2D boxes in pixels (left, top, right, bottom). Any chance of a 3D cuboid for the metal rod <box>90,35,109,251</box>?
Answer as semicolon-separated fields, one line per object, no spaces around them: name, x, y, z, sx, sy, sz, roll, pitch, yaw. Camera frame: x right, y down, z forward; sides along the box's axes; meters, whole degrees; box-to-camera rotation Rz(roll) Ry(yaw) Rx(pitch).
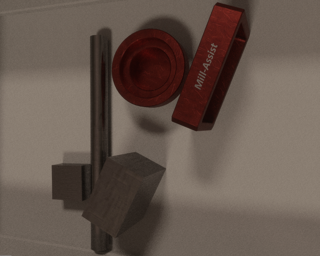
metal rod;-0.086;0.020;0.439;0.025;0.025;0.298;0;90;19

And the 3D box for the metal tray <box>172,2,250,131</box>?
metal tray;0.061;-0.062;0.353;0.030;0.090;0.129;23;98;18

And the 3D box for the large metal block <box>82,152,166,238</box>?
large metal block;-0.043;0.080;0.395;0.050;0.080;0.080;27;99;17

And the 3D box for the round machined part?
round machined part;-0.009;-0.075;0.404;0.098;0.042;0.097;0;90;19

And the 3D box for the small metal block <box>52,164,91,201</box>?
small metal block;-0.130;0.078;0.455;0.050;0.025;0.050;-1;90;19
